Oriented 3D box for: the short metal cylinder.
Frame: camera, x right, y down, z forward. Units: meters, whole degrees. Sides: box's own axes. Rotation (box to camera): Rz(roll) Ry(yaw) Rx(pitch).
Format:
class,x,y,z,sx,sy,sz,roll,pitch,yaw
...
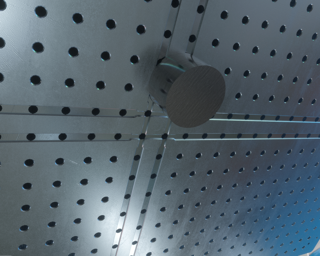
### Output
class,x,y,z,sx,sy,sz,roll,pitch,yaw
short metal cylinder,0.033,-0.047,0.383,0.081,0.050,0.080,-14,124,-21
